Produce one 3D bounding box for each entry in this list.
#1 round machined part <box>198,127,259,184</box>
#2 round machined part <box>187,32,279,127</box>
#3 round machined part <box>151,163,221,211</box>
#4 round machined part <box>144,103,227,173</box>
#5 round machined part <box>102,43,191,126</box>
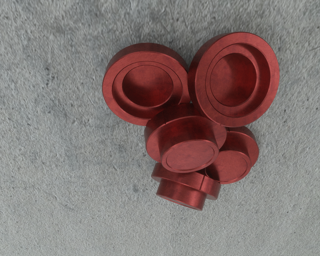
[{"bbox_3d":[0.089,0.042,0.434,0.099,0.042,0.097,-1,130,0],"label":"round machined part"},{"bbox_3d":[0.075,-0.053,0.336,0.099,0.042,0.097,-5,105,-17],"label":"round machined part"},{"bbox_3d":[0.033,0.086,0.438,0.098,0.042,0.098,18,165,6],"label":"round machined part"},{"bbox_3d":[0.032,0.019,0.371,0.099,0.042,0.097,-7,141,-5],"label":"round machined part"},{"bbox_3d":[-0.014,-0.052,0.353,0.099,0.042,0.097,-1,130,0],"label":"round machined part"}]
